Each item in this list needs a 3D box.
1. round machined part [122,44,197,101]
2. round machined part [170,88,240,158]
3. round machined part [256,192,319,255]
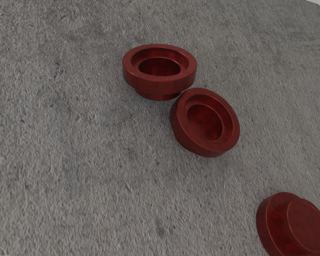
[{"bbox_3d":[-0.001,-0.073,0.420,0.099,0.042,0.098,2,41,-2],"label":"round machined part"},{"bbox_3d":[0.057,-0.004,0.425,0.099,0.042,0.098,14,56,-21],"label":"round machined part"},{"bbox_3d":[0.181,0.131,0.410,0.099,0.042,0.098,14,56,-21],"label":"round machined part"}]
